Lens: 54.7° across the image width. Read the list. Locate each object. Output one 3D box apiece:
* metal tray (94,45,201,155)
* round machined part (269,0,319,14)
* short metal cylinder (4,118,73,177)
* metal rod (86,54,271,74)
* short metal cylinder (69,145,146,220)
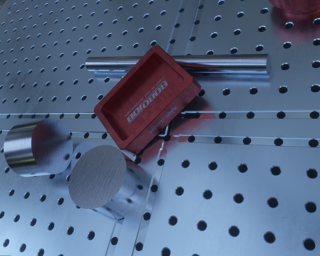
[{"bbox_3d":[-0.020,-0.039,0.421,0.130,0.030,0.090,-45,56,7],"label":"metal tray"},{"bbox_3d":[0.193,-0.193,0.414,0.098,0.042,0.098,-13,56,21],"label":"round machined part"},{"bbox_3d":[-0.173,0.028,0.446,0.050,0.080,0.080,-9,58,24],"label":"short metal cylinder"},{"bbox_3d":[0.007,-0.096,0.463,0.300,0.025,0.025,7,65,31],"label":"metal rod"},{"bbox_3d":[-0.064,0.068,0.385,0.080,0.050,0.080,-13,56,21],"label":"short metal cylinder"}]
